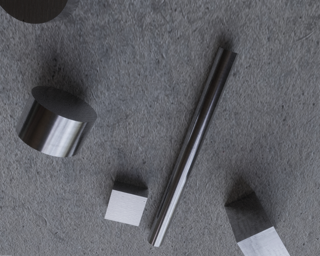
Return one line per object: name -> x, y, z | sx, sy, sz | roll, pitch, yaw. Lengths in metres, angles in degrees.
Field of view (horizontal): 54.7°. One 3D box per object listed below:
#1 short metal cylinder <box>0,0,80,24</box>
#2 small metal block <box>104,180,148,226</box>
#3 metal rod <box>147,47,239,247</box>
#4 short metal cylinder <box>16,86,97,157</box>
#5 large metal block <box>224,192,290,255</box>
short metal cylinder -> -0.132, -0.156, 0.337 | 0.081, 0.050, 0.079 | 0, 110, -1
small metal block -> -0.049, 0.109, 0.450 | 0.050, 0.025, 0.050 | 15, 109, -6
metal rod -> 0.038, 0.039, 0.424 | 0.025, 0.025, 0.298 | 17, 109, -7
short metal cylinder -> -0.124, -0.009, 0.375 | 0.080, 0.080, 0.050 | 28, 108, -10
large metal block -> 0.140, 0.152, 0.439 | 0.050, 0.080, 0.080 | -29, 108, 10
